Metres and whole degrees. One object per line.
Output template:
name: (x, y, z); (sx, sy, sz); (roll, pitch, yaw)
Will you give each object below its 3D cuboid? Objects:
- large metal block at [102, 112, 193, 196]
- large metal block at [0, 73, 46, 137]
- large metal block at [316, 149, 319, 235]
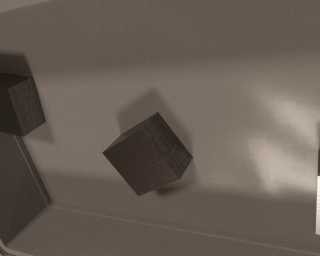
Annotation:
large metal block: (-0.017, 0.037, 0.423); (0.080, 0.050, 0.080); (-30, 102, 37)
large metal block: (-0.239, -0.039, 0.492); (0.080, 0.050, 0.079); (9, 123, 23)
large metal block: (0.211, 0.072, 0.326); (0.080, 0.050, 0.079); (2, 119, 27)
